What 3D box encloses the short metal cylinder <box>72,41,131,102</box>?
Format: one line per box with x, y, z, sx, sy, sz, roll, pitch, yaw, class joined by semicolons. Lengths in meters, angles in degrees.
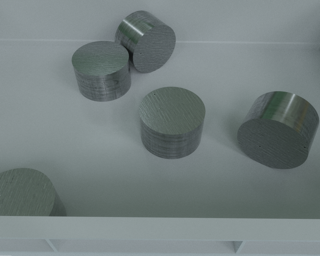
-0.085;-0.085;0.459;0.081;0.050;0.080;0;50;0;short metal cylinder

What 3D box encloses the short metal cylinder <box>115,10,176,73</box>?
-0.023;-0.133;0.481;0.081;0.080;0.050;-30;57;-23;short metal cylinder

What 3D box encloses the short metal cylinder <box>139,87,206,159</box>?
0.015;-0.007;0.395;0.081;0.050;0.080;0;50;0;short metal cylinder

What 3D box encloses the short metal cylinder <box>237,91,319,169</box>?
0.140;0.003;0.369;0.080;0.080;0.050;25;54;19;short metal cylinder

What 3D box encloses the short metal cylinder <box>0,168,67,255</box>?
-0.141;0.088;0.313;0.081;0.050;0.080;0;50;0;short metal cylinder
